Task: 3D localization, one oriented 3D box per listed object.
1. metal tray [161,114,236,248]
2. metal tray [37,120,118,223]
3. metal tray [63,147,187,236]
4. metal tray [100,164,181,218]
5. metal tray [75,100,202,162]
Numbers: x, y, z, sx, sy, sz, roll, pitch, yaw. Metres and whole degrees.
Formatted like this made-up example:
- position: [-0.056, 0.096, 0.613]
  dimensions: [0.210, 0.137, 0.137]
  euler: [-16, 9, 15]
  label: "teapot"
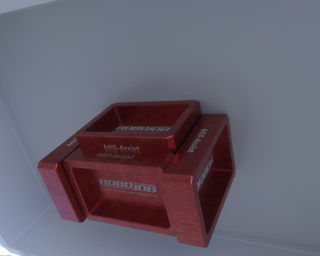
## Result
- position: [0.050, 0.051, 0.343]
  dimensions: [0.030, 0.131, 0.089]
  euler: [1, 119, 28]
  label: "metal tray"
- position: [-0.093, 0.050, 0.419]
  dimensions: [0.030, 0.131, 0.089]
  euler: [1, 119, 28]
  label: "metal tray"
- position: [-0.039, 0.069, 0.350]
  dimensions: [0.130, 0.030, 0.089]
  euler: [1, 119, 27]
  label: "metal tray"
- position: [-0.005, 0.079, 0.414]
  dimensions: [0.130, 0.090, 0.030]
  euler: [0, 118, 28]
  label: "metal tray"
- position: [-0.024, 0.000, 0.376]
  dimensions: [0.130, 0.090, 0.030]
  euler: [1, 119, 28]
  label: "metal tray"
